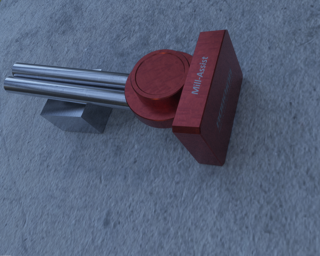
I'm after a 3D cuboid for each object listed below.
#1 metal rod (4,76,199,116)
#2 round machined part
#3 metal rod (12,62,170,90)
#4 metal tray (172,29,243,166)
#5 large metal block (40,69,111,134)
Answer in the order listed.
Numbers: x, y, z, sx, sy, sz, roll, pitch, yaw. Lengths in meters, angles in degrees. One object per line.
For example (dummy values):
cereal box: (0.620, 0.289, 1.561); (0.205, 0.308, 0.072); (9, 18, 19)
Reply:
metal rod: (-0.080, -0.041, 0.414); (0.301, 0.025, 0.025); (9, 66, 18)
round machined part: (0.005, -0.052, 0.360); (0.098, 0.042, 0.098); (-6, 63, 13)
metal rod: (-0.072, -0.065, 0.424); (0.301, 0.025, 0.025); (9, 65, 17)
metal tray: (0.059, -0.033, 0.351); (0.030, 0.090, 0.130); (4, 63, 30)
large metal block: (-0.120, -0.040, 0.470); (0.080, 0.050, 0.080); (4, 63, 29)
